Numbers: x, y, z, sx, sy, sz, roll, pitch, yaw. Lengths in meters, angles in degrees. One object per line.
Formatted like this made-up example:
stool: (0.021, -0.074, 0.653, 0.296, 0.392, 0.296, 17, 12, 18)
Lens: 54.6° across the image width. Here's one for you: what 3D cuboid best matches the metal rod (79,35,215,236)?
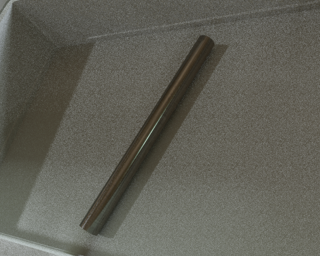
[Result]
metal rod: (-0.010, -0.001, 0.409, 0.025, 0.025, 0.300, 22, 73, 36)
